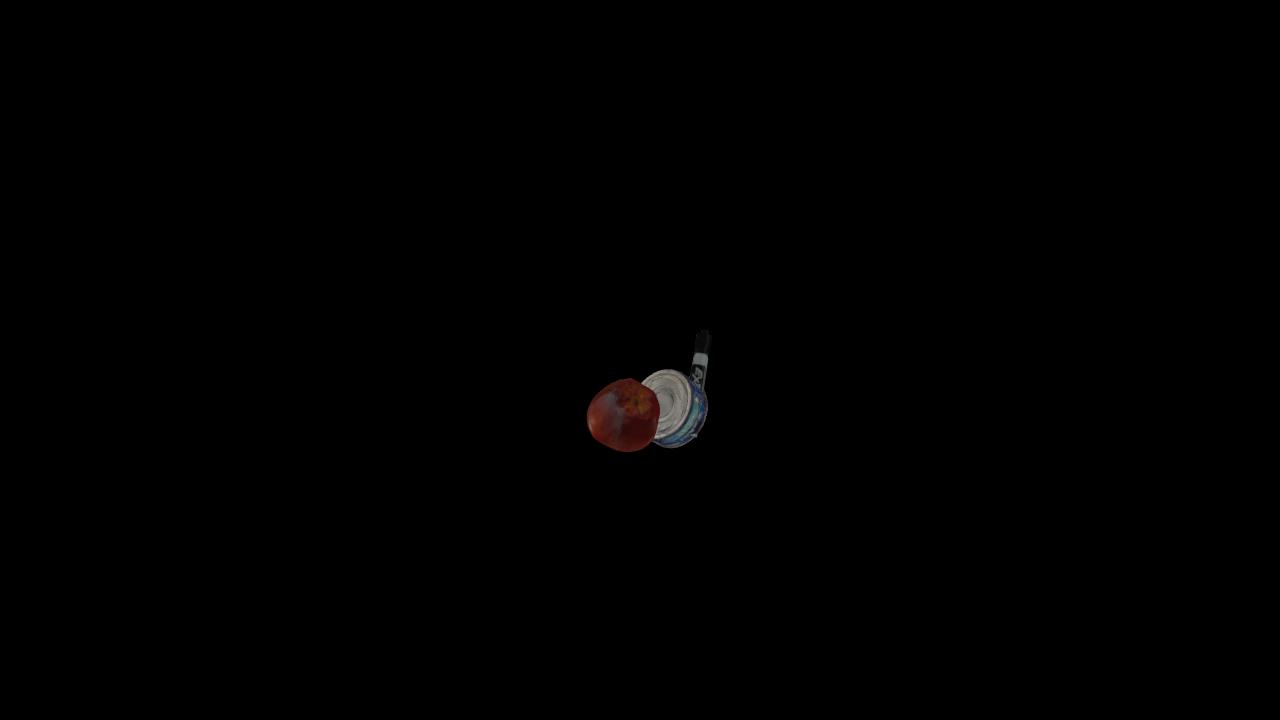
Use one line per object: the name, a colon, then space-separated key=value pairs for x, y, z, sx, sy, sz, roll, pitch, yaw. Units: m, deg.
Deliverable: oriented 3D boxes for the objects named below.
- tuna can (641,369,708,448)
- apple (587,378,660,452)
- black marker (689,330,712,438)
tuna can: x=0.031 y=0.053 z=0.682 sx=0.084 sy=0.084 sz=0.034 roll=0 pitch=-21 yaw=38
apple: x=-0.016 y=0.060 z=0.661 sx=0.079 sy=0.079 sz=0.093 roll=0 pitch=-26 yaw=-23
black marker: x=0.063 y=0.025 z=0.683 sx=0.020 sy=0.121 sz=0.020 roll=10 pitch=-12 yaw=2
